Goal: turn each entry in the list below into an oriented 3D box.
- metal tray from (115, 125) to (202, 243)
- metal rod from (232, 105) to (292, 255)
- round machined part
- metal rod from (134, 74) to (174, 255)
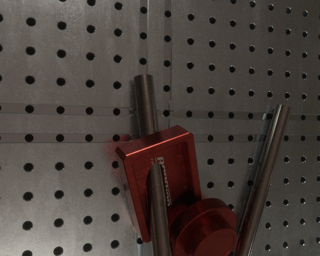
[{"bbox_3d":[0.003,0.071,0.390,0.091,0.030,0.129,-19,116,-19],"label":"metal tray"},{"bbox_3d":[0.147,0.108,0.468,0.025,0.025,0.299,21,83,-19],"label":"metal rod"},{"bbox_3d":[0.062,0.144,0.407,0.099,0.042,0.097,-14,122,-23],"label":"round machined part"},{"bbox_3d":[-0.005,0.080,0.385,0.025,0.025,0.298,-4,82,-20],"label":"metal rod"}]
